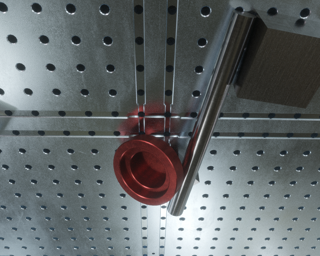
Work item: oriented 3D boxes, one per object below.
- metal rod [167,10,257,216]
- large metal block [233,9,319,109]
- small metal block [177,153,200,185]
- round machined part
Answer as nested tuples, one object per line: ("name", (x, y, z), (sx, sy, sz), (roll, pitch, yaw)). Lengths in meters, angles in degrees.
("metal rod", (0.055, 0.005, 0.395), (0.025, 0.025, 0.298), (9, 123, -8))
("large metal block", (0.131, -0.073, 0.335), (0.081, 0.050, 0.079), (8, 130, -8))
("small metal block", (0.024, 0.072, 0.473), (0.050, 0.025, 0.050), (-33, 124, 24))
("round machined part", (-0.012, 0.054, 0.427), (0.098, 0.042, 0.097), (11, 115, 25))
